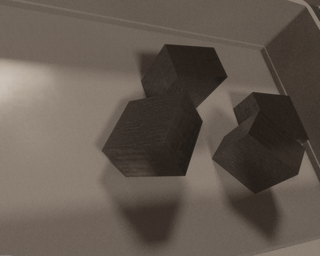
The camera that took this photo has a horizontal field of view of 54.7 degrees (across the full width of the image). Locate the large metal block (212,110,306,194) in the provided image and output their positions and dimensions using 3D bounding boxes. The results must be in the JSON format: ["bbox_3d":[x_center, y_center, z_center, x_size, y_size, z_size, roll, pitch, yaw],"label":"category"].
[{"bbox_3d":[0.133,0.035,0.423,0.080,0.080,0.050,40,51,-2],"label":"large metal block"}]

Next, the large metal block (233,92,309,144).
[{"bbox_3d":[0.174,-0.007,0.490,0.081,0.050,0.080,2,61,-28],"label":"large metal block"}]

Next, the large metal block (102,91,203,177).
[{"bbox_3d":[-0.006,0.008,0.354,0.050,0.080,0.080,56,42,-35],"label":"large metal block"}]

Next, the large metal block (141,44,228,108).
[{"bbox_3d":[0.031,-0.068,0.430,0.081,0.080,0.050,-5,65,-31],"label":"large metal block"}]
